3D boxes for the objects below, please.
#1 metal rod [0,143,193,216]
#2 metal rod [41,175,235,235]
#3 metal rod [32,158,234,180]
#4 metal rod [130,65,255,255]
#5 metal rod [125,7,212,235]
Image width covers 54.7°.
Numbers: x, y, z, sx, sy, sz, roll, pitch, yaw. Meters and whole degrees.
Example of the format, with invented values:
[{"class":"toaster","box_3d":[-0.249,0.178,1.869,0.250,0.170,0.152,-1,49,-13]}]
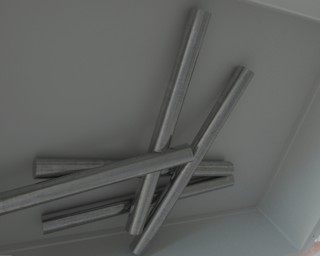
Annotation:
[{"class":"metal rod","box_3d":[-0.104,0.066,0.359,0.302,0.025,0.025,-14,125,-15]},{"class":"metal rod","box_3d":[-0.017,0.107,0.465,0.303,0.025,0.025,-8,122,-25]},{"class":"metal rod","box_3d":[-0.016,0.057,0.435,0.302,0.025,0.025,4,116,-31]},{"class":"metal rod","box_3d":[0.043,0.049,0.436,0.025,0.025,0.299,27,95,-38]},{"class":"metal rod","box_3d":[0.005,0.004,0.391,0.025,0.025,0.298,7,109,-32]}]
